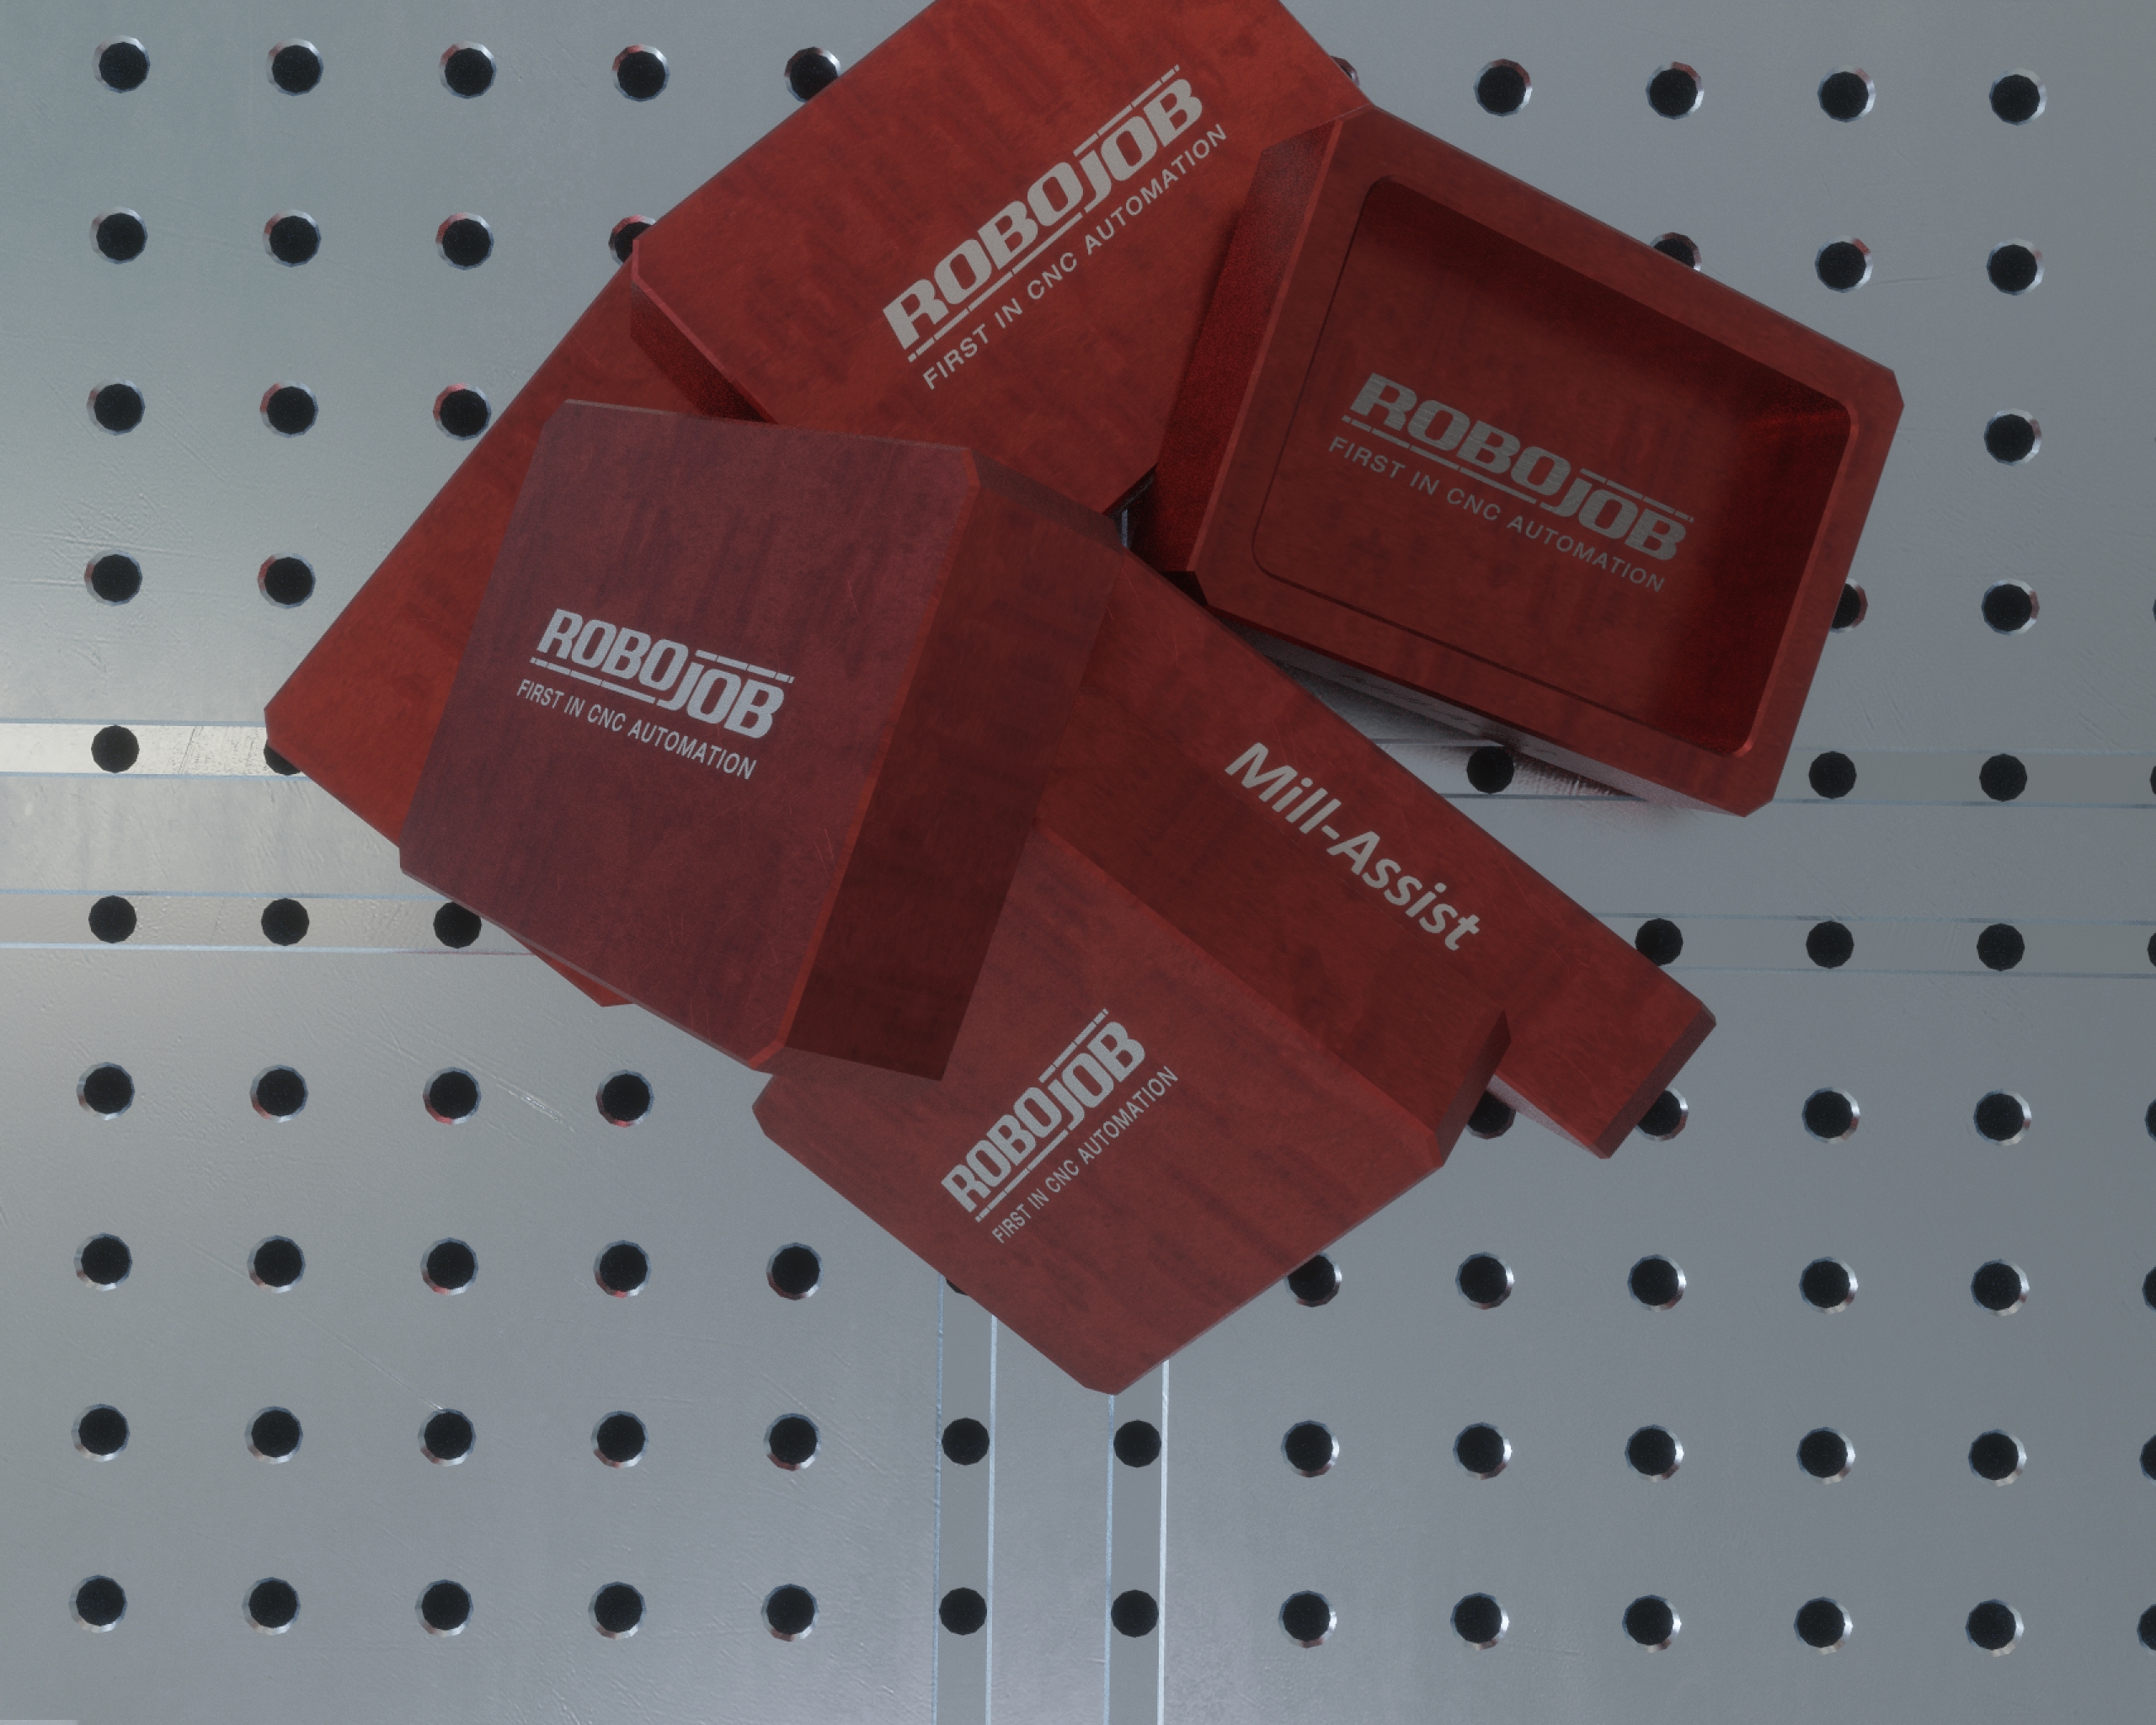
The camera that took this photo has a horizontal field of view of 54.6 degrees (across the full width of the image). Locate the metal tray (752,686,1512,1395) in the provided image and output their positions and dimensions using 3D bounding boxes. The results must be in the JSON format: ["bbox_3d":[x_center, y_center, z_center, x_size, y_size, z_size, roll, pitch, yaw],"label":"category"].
[{"bbox_3d":[0.003,0.038,0.365,0.090,0.129,0.030,38,51,0],"label":"metal tray"}]

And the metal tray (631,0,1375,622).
[{"bbox_3d":[-0.007,-0.114,0.392,0.130,0.030,0.090,-44,93,-14],"label":"metal tray"}]

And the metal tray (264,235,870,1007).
[{"bbox_3d":[-0.081,-0.048,0.410,0.090,0.030,0.130,39,90,-1],"label":"metal tray"}]

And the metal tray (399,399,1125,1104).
[{"bbox_3d":[-0.058,-0.024,0.337,0.030,0.130,0.090,19,90,-42],"label":"metal tray"}]

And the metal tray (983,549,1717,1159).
[{"bbox_3d":[0.044,-0.003,0.380,0.130,0.090,0.030,38,90,0],"label":"metal tray"}]

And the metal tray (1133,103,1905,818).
[{"bbox_3d":[0.083,-0.070,0.387,0.131,0.030,0.090,18,90,-23],"label":"metal tray"}]
